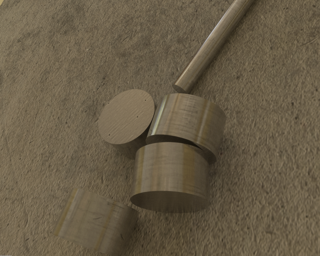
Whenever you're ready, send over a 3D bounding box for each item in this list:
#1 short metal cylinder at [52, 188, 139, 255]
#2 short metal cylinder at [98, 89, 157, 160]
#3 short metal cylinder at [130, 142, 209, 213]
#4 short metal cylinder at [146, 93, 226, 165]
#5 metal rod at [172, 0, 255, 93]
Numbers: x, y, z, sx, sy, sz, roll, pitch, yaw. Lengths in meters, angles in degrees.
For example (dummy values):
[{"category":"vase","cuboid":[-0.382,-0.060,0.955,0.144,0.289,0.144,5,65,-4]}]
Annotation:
[{"category":"short metal cylinder","cuboid":[-0.069,0.104,0.341,0.080,0.080,0.050,6,65,31]},{"category":"short metal cylinder","cuboid":[-0.033,-0.004,0.407,0.080,0.050,0.080,-13,56,21]},{"category":"short metal cylinder","cuboid":[0.011,0.055,0.329,0.080,0.080,0.050,-9,58,23]},{"category":"short metal cylinder","cuboid":[0.030,0.004,0.351,0.080,0.080,0.050,5,64,30]},{"category":"metal rod","cuboid":[0.112,-0.171,0.449,0.025,0.025,0.300,27,76,37]}]
